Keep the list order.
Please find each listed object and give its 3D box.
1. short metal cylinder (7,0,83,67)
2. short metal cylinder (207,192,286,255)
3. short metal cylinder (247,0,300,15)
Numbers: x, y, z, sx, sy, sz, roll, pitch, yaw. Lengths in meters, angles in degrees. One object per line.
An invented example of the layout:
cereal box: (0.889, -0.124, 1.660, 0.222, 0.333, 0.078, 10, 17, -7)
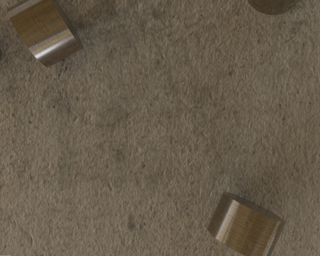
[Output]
short metal cylinder: (-0.138, -0.122, 0.381, 0.050, 0.080, 0.080, -30, 90, 0)
short metal cylinder: (0.106, 0.120, 0.384, 0.080, 0.080, 0.050, 24, 90, -1)
short metal cylinder: (0.154, -0.195, 0.399, 0.081, 0.050, 0.079, 0, 90, -1)
